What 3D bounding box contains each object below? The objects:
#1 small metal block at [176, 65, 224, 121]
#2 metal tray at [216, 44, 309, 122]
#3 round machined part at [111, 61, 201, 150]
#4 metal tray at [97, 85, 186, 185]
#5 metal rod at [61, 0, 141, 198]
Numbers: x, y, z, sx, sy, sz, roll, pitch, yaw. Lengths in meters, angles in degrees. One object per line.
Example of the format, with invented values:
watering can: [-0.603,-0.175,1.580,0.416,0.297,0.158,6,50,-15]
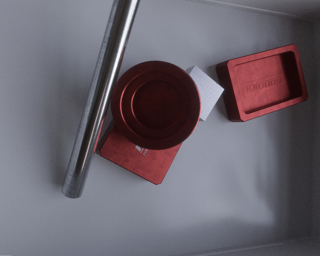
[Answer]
small metal block: [0.045,-0.043,0.396,0.050,0.025,0.050,36,78,-17]
metal tray: [0.156,-0.068,0.467,0.131,0.030,0.089,-18,96,-20]
round machined part: [-0.002,-0.027,0.355,0.099,0.042,0.097,1,100,7]
metal tray: [-0.012,-0.003,0.404,0.090,0.030,0.130,31,80,-18]
metal rod: [-0.057,-0.055,0.326,0.025,0.025,0.298,13,110,-20]
